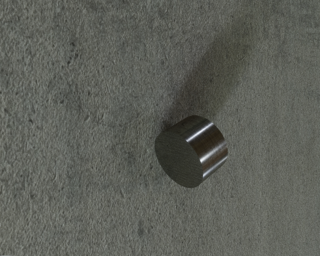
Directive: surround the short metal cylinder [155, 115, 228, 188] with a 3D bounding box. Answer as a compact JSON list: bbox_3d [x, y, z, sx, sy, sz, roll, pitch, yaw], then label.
[{"bbox_3d":[0.039,0.030,0.401,0.050,0.080,0.080,-31,110,-35],"label":"short metal cylinder"}]
